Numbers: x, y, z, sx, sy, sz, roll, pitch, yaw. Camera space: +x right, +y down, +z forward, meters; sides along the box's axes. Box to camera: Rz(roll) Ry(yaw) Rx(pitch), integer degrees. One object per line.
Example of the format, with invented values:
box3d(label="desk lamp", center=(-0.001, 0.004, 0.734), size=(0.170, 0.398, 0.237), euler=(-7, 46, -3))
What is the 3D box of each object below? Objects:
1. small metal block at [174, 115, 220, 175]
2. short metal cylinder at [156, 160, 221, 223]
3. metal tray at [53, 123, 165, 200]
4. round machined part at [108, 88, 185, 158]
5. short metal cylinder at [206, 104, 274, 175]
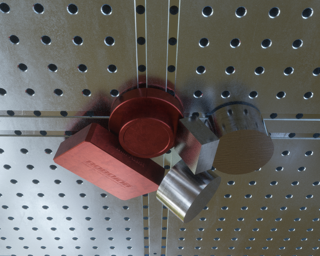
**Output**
box3d(label="small metal block", center=(0.044, 0.020, 0.384), size=(0.025, 0.050, 0.050), euler=(-15, 134, -25))
box3d(label="short metal cylinder", center=(0.041, 0.086, 0.436), size=(0.050, 0.081, 0.079), euler=(37, 135, 26))
box3d(label="metal tray", center=(-0.069, 0.053, 0.433), size=(0.130, 0.030, 0.090), euler=(37, 136, -28))
box3d(label="round machined part", center=(-0.016, 0.001, 0.395), size=(0.099, 0.042, 0.097), euler=(0, 130, 0))
box3d(label="short metal cylinder", center=(0.101, 0.016, 0.405), size=(0.081, 0.050, 0.079), euler=(0, 130, 0))
